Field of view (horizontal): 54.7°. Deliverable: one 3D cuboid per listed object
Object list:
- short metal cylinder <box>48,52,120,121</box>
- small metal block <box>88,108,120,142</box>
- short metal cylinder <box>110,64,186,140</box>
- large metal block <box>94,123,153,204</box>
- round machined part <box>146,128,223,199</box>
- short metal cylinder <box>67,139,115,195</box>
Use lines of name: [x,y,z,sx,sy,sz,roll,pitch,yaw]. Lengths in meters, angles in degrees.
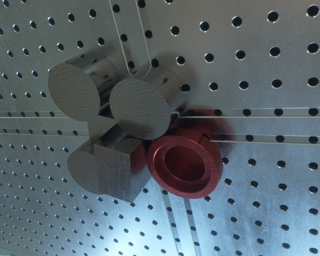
short metal cylinder: [-0.100,-0.055,0.413,0.080,0.050,0.079,13,124,21]
small metal block: [-0.076,-0.002,0.450,0.050,0.025,0.050,14,124,20]
short metal cylinder: [-0.014,-0.032,0.382,0.080,0.050,0.079,13,124,21]
large metal block: [-0.042,0.039,0.418,0.050,0.080,0.079,15,125,20]
round machined part: [0.035,0.042,0.407,0.098,0.042,0.097,13,124,21]
short metal cylinder: [-0.094,0.056,0.479,0.080,0.050,0.079,13,124,21]
